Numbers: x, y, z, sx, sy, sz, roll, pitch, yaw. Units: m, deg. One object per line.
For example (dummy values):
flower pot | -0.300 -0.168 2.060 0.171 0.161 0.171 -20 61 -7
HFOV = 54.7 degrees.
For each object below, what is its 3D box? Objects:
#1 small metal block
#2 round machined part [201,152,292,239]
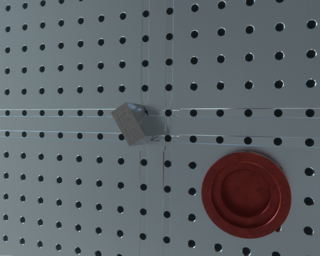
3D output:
small metal block | -0.032 -0.005 0.410 0.025 0.050 0.050 -33 80 17
round machined part | 0.102 0.076 0.367 0.098 0.042 0.097 0 90 19
